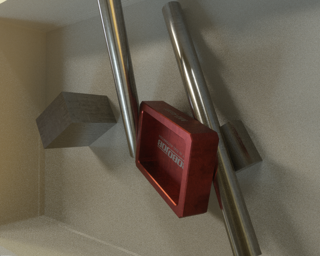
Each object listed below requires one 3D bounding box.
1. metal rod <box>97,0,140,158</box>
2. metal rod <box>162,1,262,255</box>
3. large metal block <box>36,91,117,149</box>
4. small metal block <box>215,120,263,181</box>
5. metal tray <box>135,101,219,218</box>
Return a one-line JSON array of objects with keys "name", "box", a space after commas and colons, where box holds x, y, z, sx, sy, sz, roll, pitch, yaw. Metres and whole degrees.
[{"name": "metal rod", "box": [-0.048, -0.091, 0.354, 0.025, 0.025, 0.298, 20, 131, 38]}, {"name": "metal rod", "box": [0.047, -0.017, 0.337, 0.025, 0.025, 0.299, -30, 63, 35]}, {"name": "large metal block", "box": [-0.128, -0.010, 0.474, 0.080, 0.081, 0.050, -35, 69, 34]}, {"name": "small metal block", "box": [0.076, 0.025, 0.343, 0.050, 0.025, 0.050, -36, 68, 34]}, {"name": "metal tray", "box": [0.011, 0.028, 0.350, 0.130, 0.030, 0.089, -142, 54, -58]}]
